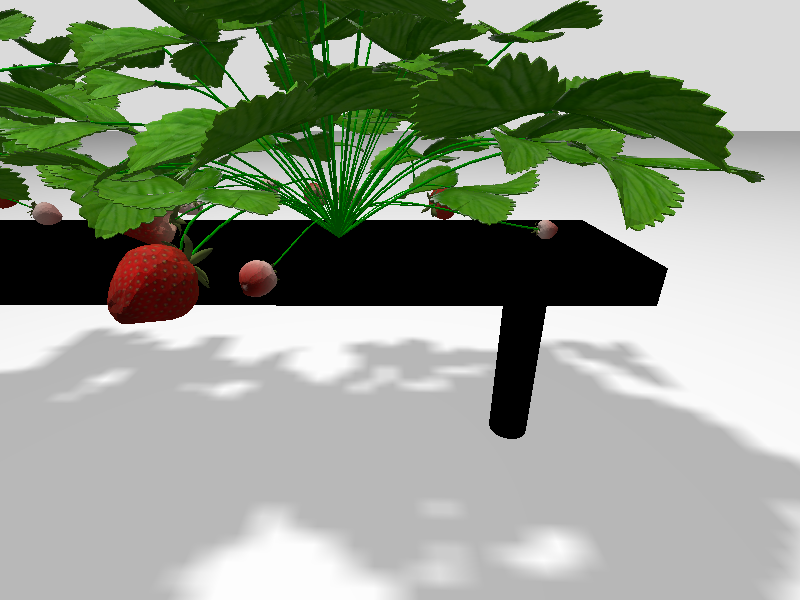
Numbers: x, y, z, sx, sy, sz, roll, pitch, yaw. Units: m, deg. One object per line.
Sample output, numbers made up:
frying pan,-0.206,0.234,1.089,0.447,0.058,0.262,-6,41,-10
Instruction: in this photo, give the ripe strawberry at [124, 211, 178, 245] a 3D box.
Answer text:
ripe strawberry,-0.205,-0.064,0.326,0.041,0.040,0.045,-5,25,-9

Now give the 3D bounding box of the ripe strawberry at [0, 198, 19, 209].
ripe strawberry,-0.463,-0.125,0.467,0.039,0.035,0.036,8,25,16

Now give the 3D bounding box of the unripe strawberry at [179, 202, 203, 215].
unripe strawberry,-0.226,-0.102,0.429,0.026,0.025,0.028,-16,14,32

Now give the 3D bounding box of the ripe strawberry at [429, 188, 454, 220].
ripe strawberry,0.050,-0.104,0.424,0.036,0.035,0.033,-17,29,-34

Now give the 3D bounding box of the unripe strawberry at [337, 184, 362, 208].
unripe strawberry,-0.059,-0.122,0.468,0.031,0.028,0.028,-1,24,-2

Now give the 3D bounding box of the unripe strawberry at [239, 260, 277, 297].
unripe strawberry,-0.085,-0.012,0.237,0.021,0.022,0.023,6,26,12

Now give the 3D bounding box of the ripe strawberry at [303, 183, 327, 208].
ripe strawberry,-0.101,-0.125,0.477,0.028,0.030,0.031,-8,25,-17

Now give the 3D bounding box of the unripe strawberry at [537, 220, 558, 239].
unripe strawberry,0.130,-0.062,0.353,0.017,0.017,0.016,1,25,1

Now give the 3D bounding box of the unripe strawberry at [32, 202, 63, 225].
unripe strawberry,-0.352,-0.086,0.401,0.022,0.022,0.021,21,15,-26

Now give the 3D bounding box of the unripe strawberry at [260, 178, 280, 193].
unripe strawberry,-0.178,-0.154,0.543,0.027,0.023,0.027,-14,27,-28

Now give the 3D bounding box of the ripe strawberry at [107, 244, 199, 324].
ripe strawberry,-0.127,-0.006,0.204,0.040,0.042,0.044,10,40,22
